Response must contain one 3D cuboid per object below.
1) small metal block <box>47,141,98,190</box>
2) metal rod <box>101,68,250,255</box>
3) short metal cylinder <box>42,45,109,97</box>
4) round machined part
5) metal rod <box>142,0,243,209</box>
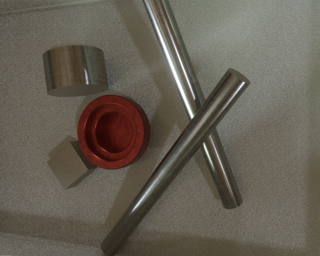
[{"bbox_3d":[-0.129,0.054,0.454,0.050,0.025,0.050,-40,78,15],"label":"small metal block"},{"bbox_3d":[0.002,0.059,0.365,0.025,0.025,0.298,42,119,15],"label":"metal rod"},{"bbox_3d":[-0.114,-0.075,0.420,0.080,0.080,0.050,-9,87,19],"label":"short metal cylinder"},{"bbox_3d":[-0.058,0.005,0.421,0.098,0.042,0.097,0,90,19],"label":"round machined part"},{"bbox_3d":[0.033,-0.041,0.342,0.025,0.025,0.299,-18,106,19],"label":"metal rod"}]
